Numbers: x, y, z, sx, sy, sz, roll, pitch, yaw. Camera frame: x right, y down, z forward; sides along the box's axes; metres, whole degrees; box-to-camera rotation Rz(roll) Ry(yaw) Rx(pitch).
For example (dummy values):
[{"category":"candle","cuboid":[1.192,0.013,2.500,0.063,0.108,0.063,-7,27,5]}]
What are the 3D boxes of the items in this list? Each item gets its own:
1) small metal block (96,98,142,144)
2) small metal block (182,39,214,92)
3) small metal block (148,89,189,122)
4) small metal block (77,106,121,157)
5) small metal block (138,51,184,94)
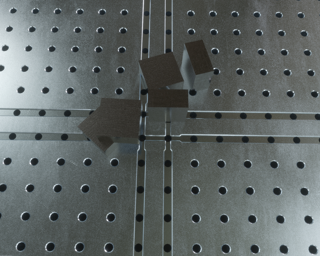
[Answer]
[{"category":"small metal block","cuboid":[-0.049,-0.009,0.388,0.050,0.025,0.050,4,70,0]},{"category":"small metal block","cuboid":[0.051,-0.085,0.430,0.025,0.050,0.050,-14,71,-5]},{"category":"small metal block","cuboid":[0.010,-0.029,0.409,0.050,0.050,0.025,1,70,0]},{"category":"small metal block","cuboid":[-0.071,0.001,0.410,0.050,0.025,0.050,41,75,13]},{"category":"small metal block","cuboid":[0.001,-0.075,0.439,0.050,0.025,0.050,-17,71,-7]}]
